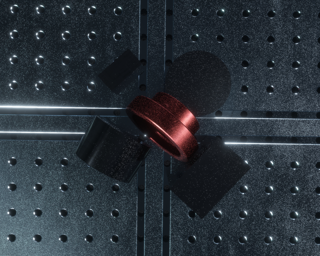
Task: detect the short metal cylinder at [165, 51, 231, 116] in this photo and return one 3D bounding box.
[{"bbox_3d":[0.046,-0.054,0.401,0.081,0.050,0.079,0,90,-1],"label":"short metal cylinder"}]

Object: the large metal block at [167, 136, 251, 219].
[{"bbox_3d":[0.056,0.056,0.387,0.050,0.080,0.080,43,90,-1],"label":"large metal block"}]

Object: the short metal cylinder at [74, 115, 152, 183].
[{"bbox_3d":[-0.057,0.026,0.385,0.080,0.080,0.050,31,90,-1],"label":"short metal cylinder"}]

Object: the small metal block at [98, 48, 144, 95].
[{"bbox_3d":[-0.049,-0.071,0.400,0.050,0.050,0.025,-42,90,0],"label":"small metal block"}]

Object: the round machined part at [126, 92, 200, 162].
[{"bbox_3d":[0.009,-0.006,0.377,0.098,0.098,0.042,41,78,-1],"label":"round machined part"}]
